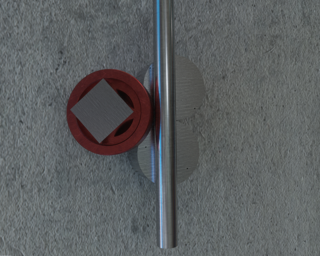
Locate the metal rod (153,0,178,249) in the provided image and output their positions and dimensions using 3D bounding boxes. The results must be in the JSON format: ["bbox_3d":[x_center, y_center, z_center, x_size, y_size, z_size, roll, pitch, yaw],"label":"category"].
[{"bbox_3d":[0.006,-0.014,0.360,0.025,0.025,0.298,-1,90,-20],"label":"metal rod"}]

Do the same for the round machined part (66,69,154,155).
[{"bbox_3d":[-0.055,-0.017,0.367,0.098,0.042,0.097,0,88,9],"label":"round machined part"}]

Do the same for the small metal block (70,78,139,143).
[{"bbox_3d":[-0.061,-0.018,0.345,0.050,0.025,0.050,-43,82,4],"label":"small metal block"}]

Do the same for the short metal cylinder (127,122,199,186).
[{"bbox_3d":[0.003,0.030,0.398,0.081,0.050,0.080,0,89,-20],"label":"short metal cylinder"}]

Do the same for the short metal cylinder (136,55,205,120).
[{"bbox_3d":[0.010,-0.050,0.401,0.081,0.050,0.079,0,90,-20],"label":"short metal cylinder"}]
